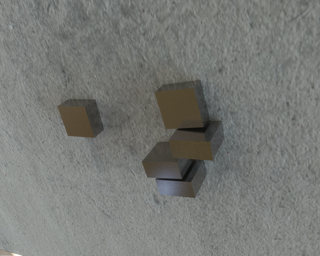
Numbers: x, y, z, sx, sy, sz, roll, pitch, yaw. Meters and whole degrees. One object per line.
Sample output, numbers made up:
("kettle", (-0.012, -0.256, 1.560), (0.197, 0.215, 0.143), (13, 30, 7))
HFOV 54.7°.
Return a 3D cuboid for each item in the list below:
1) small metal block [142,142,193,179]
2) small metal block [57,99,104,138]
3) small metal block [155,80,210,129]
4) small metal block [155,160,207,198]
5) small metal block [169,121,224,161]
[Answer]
("small metal block", (0.012, 0.041, 0.409), (0.050, 0.050, 0.025), (-3, 117, 29))
("small metal block", (-0.116, -0.015, 0.457), (0.050, 0.025, 0.050), (3, 120, 26))
("small metal block", (0.027, -0.027, 0.374), (0.050, 0.025, 0.050), (-3, 117, 29))
("small metal block", (0.029, 0.066, 0.415), (0.050, 0.050, 0.025), (-1, 118, 28))
("small metal block", (0.045, 0.013, 0.374), (0.050, 0.050, 0.025), (2, 119, 27))
